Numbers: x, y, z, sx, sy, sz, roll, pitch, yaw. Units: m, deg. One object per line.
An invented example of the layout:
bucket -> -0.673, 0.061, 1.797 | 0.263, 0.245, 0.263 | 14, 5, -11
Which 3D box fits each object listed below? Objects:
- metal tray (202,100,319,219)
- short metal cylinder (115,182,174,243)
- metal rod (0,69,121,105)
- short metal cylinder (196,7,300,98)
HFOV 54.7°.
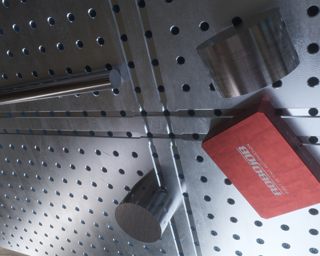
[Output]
metal tray -> 0.124, 0.042, 0.368 | 0.130, 0.030, 0.090 | 49, 129, -7
short metal cylinder -> -0.024, 0.133, 0.490 | 0.080, 0.050, 0.079 | 13, 124, 21
metal rod -> -0.188, -0.056, 0.475 | 0.300, 0.025, 0.025 | -4, 117, 29
short metal cylinder -> 0.081, -0.070, 0.290 | 0.080, 0.080, 0.050 | -17, 109, 35
